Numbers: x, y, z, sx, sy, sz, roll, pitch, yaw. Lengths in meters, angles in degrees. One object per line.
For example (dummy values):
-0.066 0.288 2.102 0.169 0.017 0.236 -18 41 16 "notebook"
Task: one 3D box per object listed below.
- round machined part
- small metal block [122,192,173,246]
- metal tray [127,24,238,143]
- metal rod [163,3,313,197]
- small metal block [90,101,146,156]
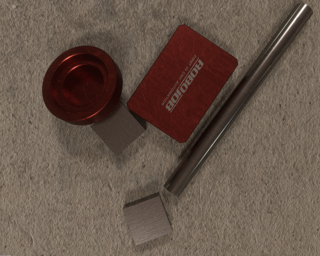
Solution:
-0.093 -0.050 0.390 0.098 0.042 0.098 -4 75 13 "round machined part"
-0.016 0.119 0.410 0.050 0.025 0.050 -20 90 -1 "small metal block"
0.029 -0.056 0.408 0.090 0.030 0.130 34 90 -1 "metal tray"
0.103 -0.037 0.411 0.025 0.025 0.299 36 90 -1 "metal rod"
-0.054 0.001 0.409 0.050 0.025 0.050 -41 91 0 "small metal block"
